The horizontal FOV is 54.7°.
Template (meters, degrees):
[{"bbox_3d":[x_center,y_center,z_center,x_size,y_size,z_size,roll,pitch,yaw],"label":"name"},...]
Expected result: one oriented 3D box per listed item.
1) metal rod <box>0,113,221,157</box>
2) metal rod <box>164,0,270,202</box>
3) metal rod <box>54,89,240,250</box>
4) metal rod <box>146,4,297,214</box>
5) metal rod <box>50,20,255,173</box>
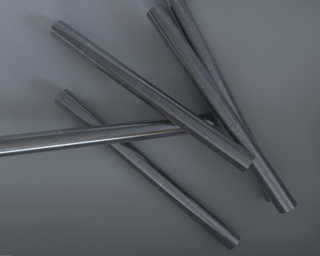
[{"bbox_3d":[-0.069,0.008,0.383,0.302,0.025,0.025,-7,90,-11],"label":"metal rod"},{"bbox_3d":[0.084,-0.041,0.412,0.025,0.025,0.299,-27,90,0],"label":"metal rod"},{"bbox_3d":[-0.016,0.055,0.411,0.300,0.025,0.025,40,90,-1],"label":"metal rod"},{"bbox_3d":[0.075,-0.026,0.390,0.025,0.025,0.299,-33,87,0],"label":"metal rod"},{"bbox_3d":[-0.016,-0.044,0.387,0.300,0.025,0.025,36,90,9],"label":"metal rod"}]
